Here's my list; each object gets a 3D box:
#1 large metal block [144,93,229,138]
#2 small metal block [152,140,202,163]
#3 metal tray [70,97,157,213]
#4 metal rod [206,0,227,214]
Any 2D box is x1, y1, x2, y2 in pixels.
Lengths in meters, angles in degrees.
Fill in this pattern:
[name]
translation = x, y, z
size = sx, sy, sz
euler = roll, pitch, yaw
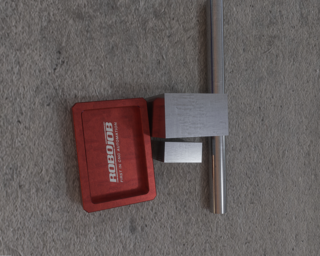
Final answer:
[large metal block]
translation = 0.029, -0.015, 0.392
size = 0.081, 0.080, 0.050
euler = -2, 91, -20
[small metal block]
translation = 0.020, 0.030, 0.405
size = 0.050, 0.050, 0.025
euler = 2, 90, -20
[metal tray]
translation = -0.057, 0.031, 0.385
size = 0.091, 0.030, 0.129
euler = -7, 92, -20
[metal rod]
translation = 0.080, -0.030, 0.439
size = 0.025, 0.025, 0.298
euler = -1, 91, -20
